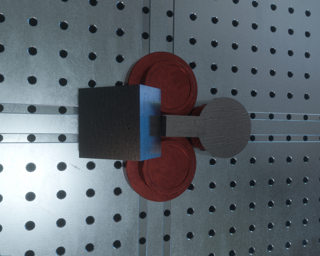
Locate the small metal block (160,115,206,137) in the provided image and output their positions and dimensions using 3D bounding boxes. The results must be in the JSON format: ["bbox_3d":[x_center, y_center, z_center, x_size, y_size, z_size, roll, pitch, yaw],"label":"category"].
[{"bbox_3d":[0.022,-0.002,0.384,0.050,0.050,0.025,1,90,-20],"label":"small metal block"}]

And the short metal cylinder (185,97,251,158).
[{"bbox_3d":[0.077,-0.001,0.426,0.081,0.050,0.080,0,90,-20],"label":"short metal cylinder"}]

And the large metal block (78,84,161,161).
[{"bbox_3d":[-0.046,-0.006,0.360,0.050,0.080,0.080,-1,91,-65],"label":"large metal block"}]

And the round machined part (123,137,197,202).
[{"bbox_3d":[0.004,0.048,0.405,0.099,0.042,0.097,0,90,-20],"label":"round machined part"}]

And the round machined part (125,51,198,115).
[{"bbox_3d":[0.006,-0.052,0.406,0.099,0.042,0.097,0,90,-20],"label":"round machined part"}]
